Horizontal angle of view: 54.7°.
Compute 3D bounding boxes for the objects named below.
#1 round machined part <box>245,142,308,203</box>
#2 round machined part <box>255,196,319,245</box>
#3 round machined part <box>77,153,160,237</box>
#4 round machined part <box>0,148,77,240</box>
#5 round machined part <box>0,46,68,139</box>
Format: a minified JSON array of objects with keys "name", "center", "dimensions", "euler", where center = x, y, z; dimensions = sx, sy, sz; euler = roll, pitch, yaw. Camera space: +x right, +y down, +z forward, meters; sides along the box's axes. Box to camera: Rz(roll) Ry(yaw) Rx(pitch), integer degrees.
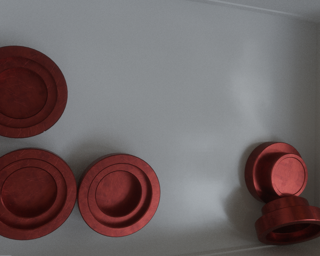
[{"name":"round machined part","center":[0.182,0.070,0.468],"dimensions":[0.099,0.042,0.097],"euler":[0,90,-20]},{"name":"round machined part","center":[0.188,0.133,0.451],"dimensions":[0.099,0.097,0.042],"euler":[13,48,-20]},{"name":"round machined part","center":[-0.053,0.079,0.382],"dimensions":[0.099,0.042,0.097],"euler":[0,90,-20]},{"name":"round machined part","center":[-0.146,0.070,0.348],"dimensions":[0.099,0.042,0.097],"euler":[0,90,-20]},{"name":"round machined part","center":[-0.155,-0.038,0.344],"dimensions":[0.099,0.042,0.097],"euler":[0,90,-20]}]
